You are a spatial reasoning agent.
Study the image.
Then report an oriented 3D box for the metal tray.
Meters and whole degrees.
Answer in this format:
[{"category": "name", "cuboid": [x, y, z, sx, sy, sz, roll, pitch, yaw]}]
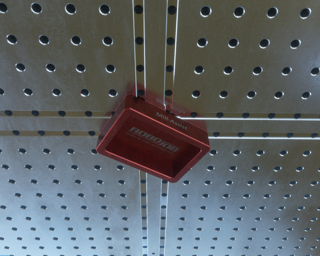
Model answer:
[{"category": "metal tray", "cuboid": [-0.009, 0.020, 0.425, 0.131, 0.030, 0.090, 26, 125, -21]}]
